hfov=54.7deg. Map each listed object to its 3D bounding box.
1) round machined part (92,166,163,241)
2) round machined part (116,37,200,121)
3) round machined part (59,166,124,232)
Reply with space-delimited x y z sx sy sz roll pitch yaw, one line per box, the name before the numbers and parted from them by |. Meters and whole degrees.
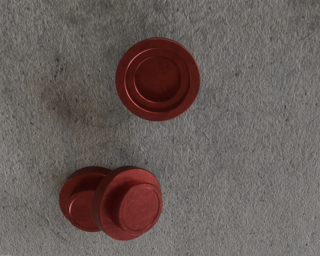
round machined part | -0.036 0.102 0.410 0.099 0.042 0.097 -5 98 -38
round machined part | -0.002 -0.061 0.378 0.099 0.042 0.097 0 110 0
round machined part | -0.094 0.107 0.439 0.099 0.042 0.097 0 110 0
